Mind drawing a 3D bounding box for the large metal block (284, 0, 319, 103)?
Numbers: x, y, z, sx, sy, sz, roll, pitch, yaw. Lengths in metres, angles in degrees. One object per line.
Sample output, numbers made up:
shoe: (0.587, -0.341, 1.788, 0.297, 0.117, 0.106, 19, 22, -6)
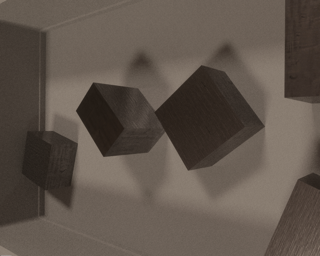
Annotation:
large metal block: (0.141, -0.063, 0.254, 0.050, 0.081, 0.079, 1, 91, 40)

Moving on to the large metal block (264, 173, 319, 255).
large metal block: (0.150, 0.095, 0.267, 0.080, 0.050, 0.079, 28, 107, 36)

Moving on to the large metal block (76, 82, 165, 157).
large metal block: (-0.050, -0.011, 0.410, 0.050, 0.081, 0.080, -51, 60, 27)

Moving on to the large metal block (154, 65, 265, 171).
large metal block: (0.053, -0.010, 0.346, 0.080, 0.050, 0.080, -44, 64, 31)

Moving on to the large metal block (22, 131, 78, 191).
large metal block: (-0.197, 0.055, 0.549, 0.080, 0.050, 0.079, 20, 102, 38)
